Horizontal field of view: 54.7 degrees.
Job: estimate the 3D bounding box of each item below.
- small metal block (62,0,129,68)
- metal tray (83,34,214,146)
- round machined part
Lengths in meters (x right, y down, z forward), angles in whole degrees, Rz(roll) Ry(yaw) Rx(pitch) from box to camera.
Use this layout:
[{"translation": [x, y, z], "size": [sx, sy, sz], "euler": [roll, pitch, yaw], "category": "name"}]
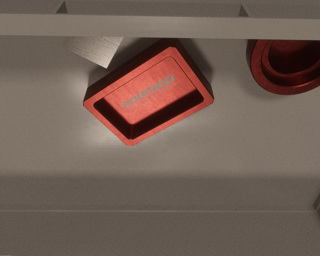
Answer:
[{"translation": [-0.067, -0.099, 0.324], "size": [0.050, 0.025, 0.050], "euler": [24, 126, -20], "category": "small metal block"}, {"translation": [-0.014, -0.039, 0.372], "size": [0.130, 0.030, 0.090], "euler": [-28, 125, 21], "category": "metal tray"}, {"translation": [0.140, -0.086, 0.327], "size": [0.099, 0.042, 0.097], "euler": [-1, 130, 0], "category": "round machined part"}]
